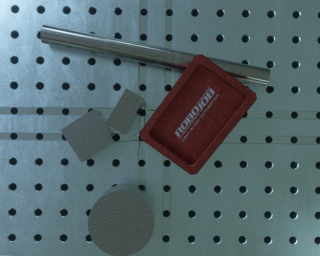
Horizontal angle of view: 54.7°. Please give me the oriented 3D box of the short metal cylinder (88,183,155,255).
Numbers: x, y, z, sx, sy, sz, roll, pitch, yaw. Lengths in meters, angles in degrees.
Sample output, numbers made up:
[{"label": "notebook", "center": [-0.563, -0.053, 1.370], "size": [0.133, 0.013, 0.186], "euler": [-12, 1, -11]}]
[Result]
[{"label": "short metal cylinder", "center": [-0.047, 0.116, 0.400], "size": [0.081, 0.050, 0.079], "euler": [0, 90, -1]}]

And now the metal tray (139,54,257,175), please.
[{"label": "metal tray", "center": [0.047, -0.016, 0.397], "size": [0.090, 0.030, 0.129], "euler": [36, 102, -1]}]

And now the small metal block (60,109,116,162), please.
[{"label": "small metal block", "center": [-0.094, 0.010, 0.412], "size": [0.050, 0.025, 0.050], "euler": [-33, 90, 0]}]

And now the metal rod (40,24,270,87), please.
[{"label": "metal rod", "center": [-0.005, -0.096, 0.413], "size": [0.302, 0.025, 0.025], "euler": [11, 90, -1]}]

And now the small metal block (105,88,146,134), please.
[{"label": "small metal block", "center": [-0.043, -0.021, 0.400], "size": [0.025, 0.050, 0.050], "euler": [30, 90, 0]}]
